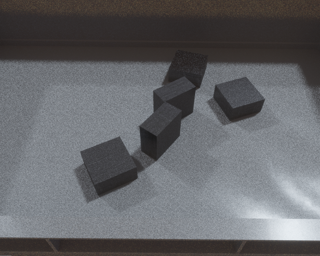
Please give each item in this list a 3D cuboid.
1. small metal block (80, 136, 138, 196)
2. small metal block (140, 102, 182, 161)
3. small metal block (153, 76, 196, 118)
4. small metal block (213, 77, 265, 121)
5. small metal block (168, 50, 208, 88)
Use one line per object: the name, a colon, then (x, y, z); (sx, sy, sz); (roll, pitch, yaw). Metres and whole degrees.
small metal block: (-0.060, 0.044, 0.367); (0.050, 0.025, 0.050); (-21, 54, -18)
small metal block: (0.001, 0.004, 0.385); (0.025, 0.050, 0.050); (30, 56, 22)
small metal block: (0.019, -0.035, 0.418); (0.050, 0.050, 0.025); (-28, 56, -22)
small metal block: (0.112, -0.043, 0.442); (0.050, 0.025, 0.050); (-16, 52, -14)
small metal block: (0.044, -0.093, 0.484); (0.050, 0.025, 0.050); (13, 51, 10)
